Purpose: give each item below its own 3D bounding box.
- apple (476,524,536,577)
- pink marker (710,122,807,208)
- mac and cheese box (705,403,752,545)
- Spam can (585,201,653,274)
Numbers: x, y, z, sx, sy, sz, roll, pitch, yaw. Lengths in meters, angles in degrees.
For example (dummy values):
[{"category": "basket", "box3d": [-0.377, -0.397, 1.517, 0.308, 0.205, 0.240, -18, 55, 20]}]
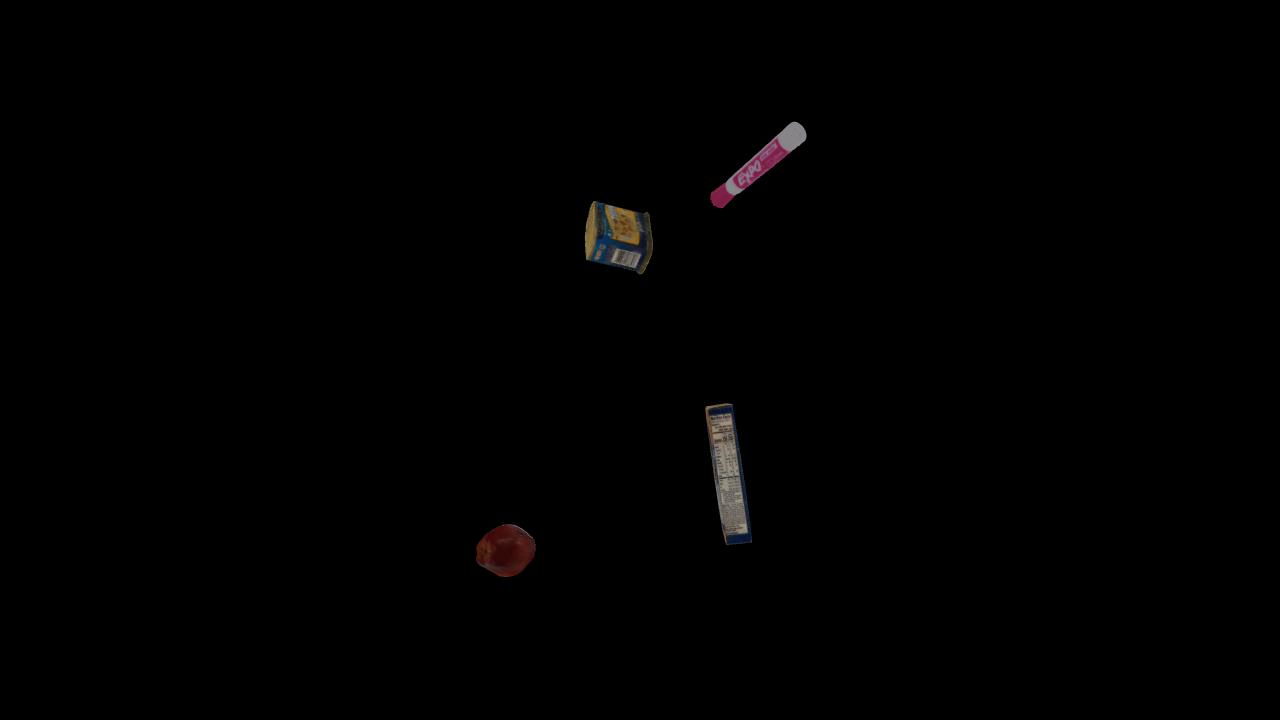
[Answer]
[{"category": "apple", "box3d": [-0.206, 0.295, 0.952, 0.079, 0.079, 0.093, 0, -17, 37]}, {"category": "pink marker", "box3d": [0.102, -0.171, 0.554, 0.020, 0.020, 0.121, 0, -15, -29]}, {"category": "mac and cheese box", "box3d": [0.122, 0.154, 0.857, 0.041, 0.184, 0.093, -8, -4, 6]}, {"category": "Spam can", "box3d": [-0.033, -0.180, 0.896, 0.085, 0.101, 0.058, 10, -45, -18]}]
